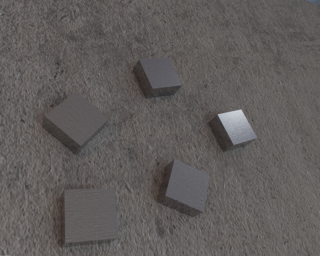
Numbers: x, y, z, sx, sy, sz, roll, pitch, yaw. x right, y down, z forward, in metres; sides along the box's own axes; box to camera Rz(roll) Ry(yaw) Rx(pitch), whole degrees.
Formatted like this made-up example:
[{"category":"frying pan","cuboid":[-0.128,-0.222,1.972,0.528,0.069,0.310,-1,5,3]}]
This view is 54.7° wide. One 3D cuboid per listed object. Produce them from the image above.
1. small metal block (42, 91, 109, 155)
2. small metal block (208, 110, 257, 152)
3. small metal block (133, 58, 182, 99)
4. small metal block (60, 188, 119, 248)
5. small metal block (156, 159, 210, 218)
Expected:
[{"category":"small metal block","cuboid":[-0.096,-0.006,0.355,0.050,0.025,0.050,40,51,-1]},{"category":"small metal block","cuboid":[0.108,0.004,0.459,0.050,0.025,0.050,-12,68,-33]},{"category":"small metal block","cuboid":[-0.004,-0.073,0.446,0.050,0.025,0.050,-12,68,-33]},{"category":"small metal block","cuboid":[-0.072,0.089,0.310,0.050,0.025,0.050,4,60,-26]},{"category":"small metal block","cuboid":[0.029,0.073,0.375,0.050,0.025,0.050,26,53,-12]}]
